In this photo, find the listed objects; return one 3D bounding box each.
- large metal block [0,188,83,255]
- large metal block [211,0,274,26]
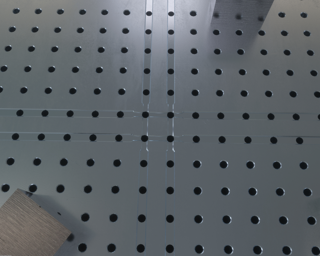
[{"bbox_3d":[-0.150,0.128,0.351,0.080,0.050,0.080,34,74,11],"label":"large metal block"},{"bbox_3d":[0.121,-0.199,0.456,0.080,0.080,0.050,3,70,1],"label":"large metal block"}]
